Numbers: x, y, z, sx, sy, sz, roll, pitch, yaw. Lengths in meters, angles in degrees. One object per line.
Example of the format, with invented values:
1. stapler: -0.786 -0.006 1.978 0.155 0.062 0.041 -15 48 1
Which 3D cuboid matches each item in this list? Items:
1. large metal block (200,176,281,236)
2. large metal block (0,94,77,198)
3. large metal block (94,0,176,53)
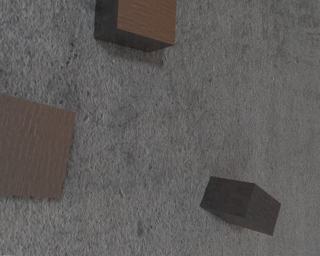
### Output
1. large metal block: 0.123 0.118 0.472 0.080 0.080 0.050 37 68 -34
2. large metal block: -0.131 0.016 0.279 0.081 0.050 0.080 15 81 -39
3. large metal block: -0.028 -0.141 0.365 0.081 0.050 0.080 4 88 -40
